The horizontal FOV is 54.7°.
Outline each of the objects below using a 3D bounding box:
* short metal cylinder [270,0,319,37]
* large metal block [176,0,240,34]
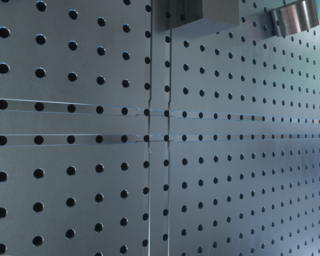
[{"bbox_3d":[0.257,-0.211,0.588,0.081,0.080,0.050,-33,111,-35],"label":"short metal cylinder"},{"bbox_3d":[0.069,-0.188,0.450,0.081,0.050,0.079,-6,94,-40],"label":"large metal block"}]
